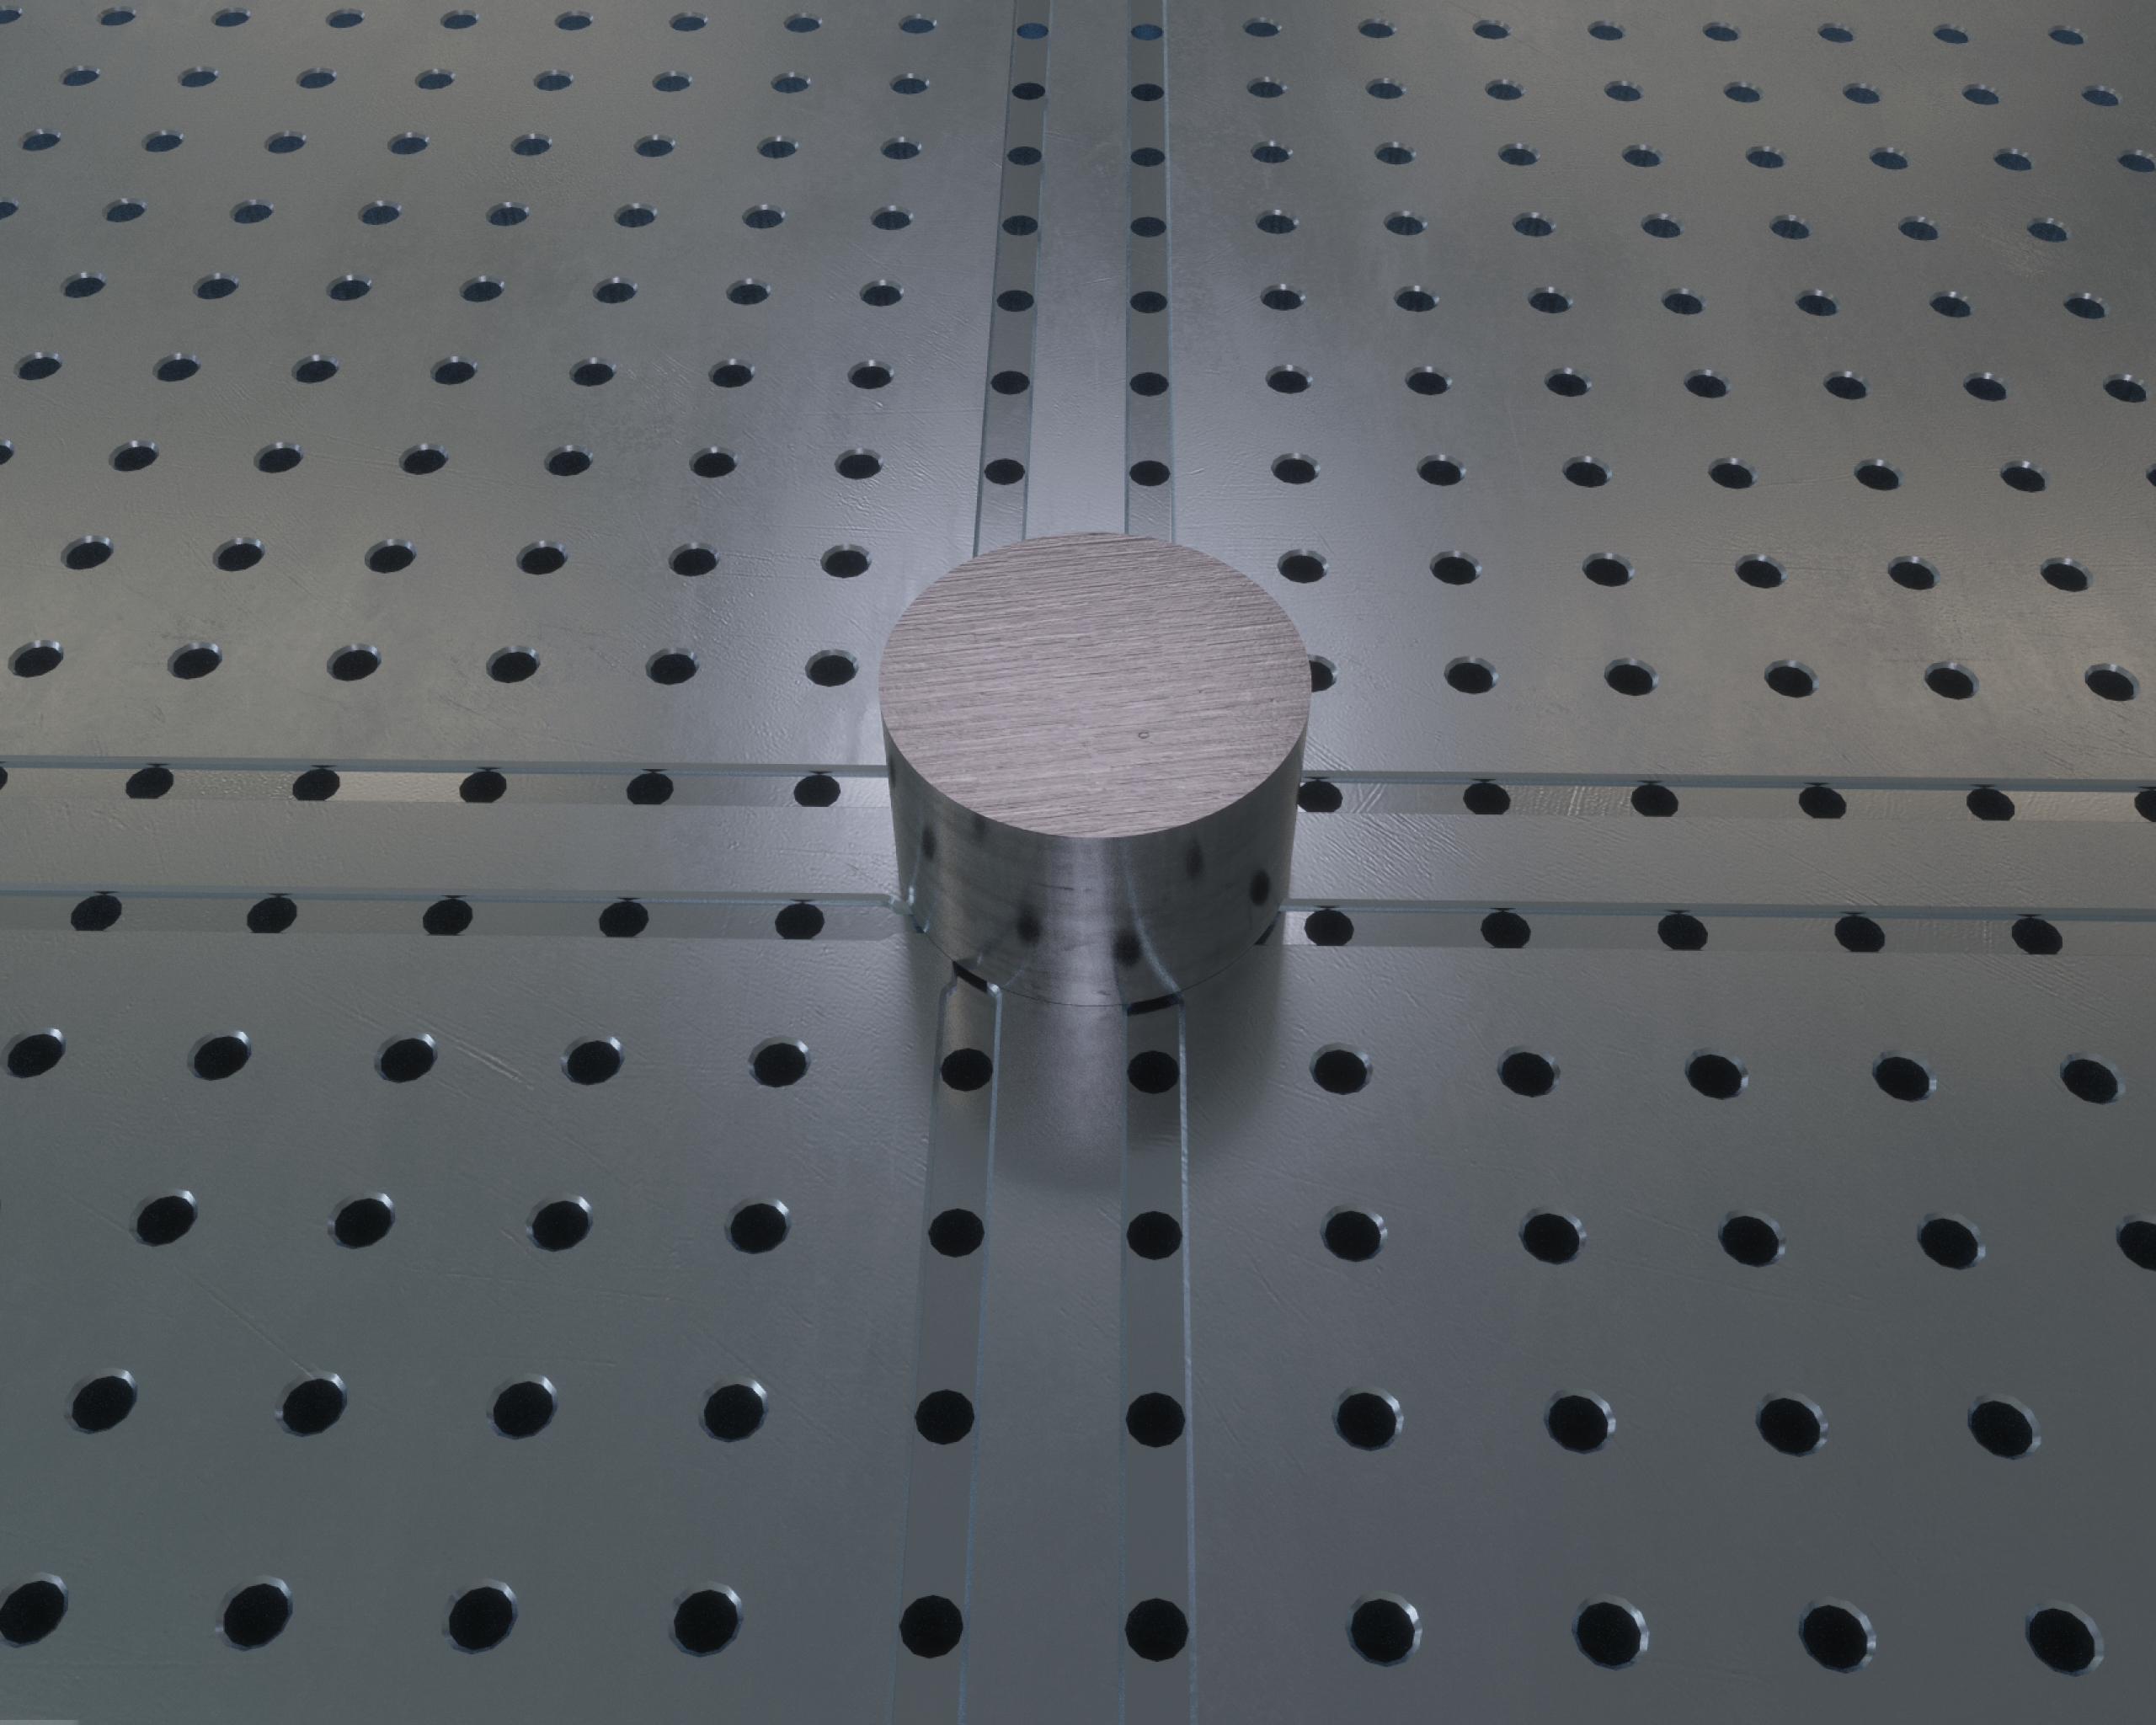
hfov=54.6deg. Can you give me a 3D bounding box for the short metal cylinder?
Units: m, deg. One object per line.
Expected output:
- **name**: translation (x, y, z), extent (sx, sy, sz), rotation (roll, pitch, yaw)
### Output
- **short metal cylinder**: translation (0.003, -0.019, 0.407), extent (0.080, 0.050, 0.080), rotation (0, 50, 0)
